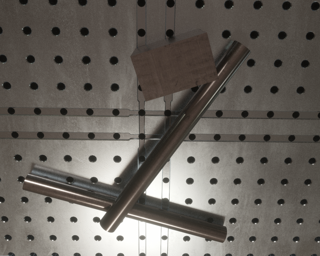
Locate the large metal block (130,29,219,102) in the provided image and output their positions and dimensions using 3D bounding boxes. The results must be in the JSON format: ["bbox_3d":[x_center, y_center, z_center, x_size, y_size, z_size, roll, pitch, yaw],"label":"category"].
[{"bbox_3d":[0.016,-0.076,0.357,0.080,0.080,0.050,-16,110,5],"label":"large metal block"}]

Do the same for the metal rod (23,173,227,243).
[{"bbox_3d":[-0.046,0.119,0.456,0.302,0.025,0.025,17,109,-7],"label":"metal rod"}]

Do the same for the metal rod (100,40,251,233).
[{"bbox_3d":[0.014,0.019,0.405,0.025,0.025,0.299,34,101,-12],"label":"metal rod"}]
